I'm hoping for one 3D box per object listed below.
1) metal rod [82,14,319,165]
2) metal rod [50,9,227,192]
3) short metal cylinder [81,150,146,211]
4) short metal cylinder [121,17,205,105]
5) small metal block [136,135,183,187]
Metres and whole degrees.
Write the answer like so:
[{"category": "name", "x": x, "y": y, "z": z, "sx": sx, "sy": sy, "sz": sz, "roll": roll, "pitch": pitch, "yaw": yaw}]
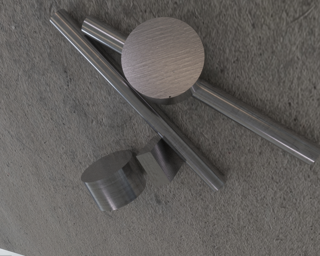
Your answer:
[{"category": "metal rod", "x": 0.041, "y": -0.048, "z": 0.355, "sx": 0.301, "sy": 0.025, "sz": 0.025, "roll": 31, "pitch": 128, "yaw": 7}, {"category": "metal rod", "x": -0.024, "y": -0.032, "z": 0.399, "sx": 0.300, "sy": 0.025, "sz": 0.025, "roll": 46, "pitch": 129, "yaw": -5}, {"category": "short metal cylinder", "x": -0.067, "y": 0.075, "z": 0.453, "sx": 0.080, "sy": 0.080, "sz": 0.050, "roll": -12, "pitch": 112, "yaw": 33}, {"category": "short metal cylinder", "x": 0.005, "y": -0.066, "z": 0.322, "sx": 0.080, "sy": 0.050, "sz": 0.080, "roll": 0, "pitch": 87, "yaw": 7}, {"category": "small metal block", "x": 0.002, "y": 0.041, "z": 0.415, "sx": 0.025, "sy": 0.050, "sz": 0.050, "roll": -22, "pitch": 107, "yaw": 36}]
